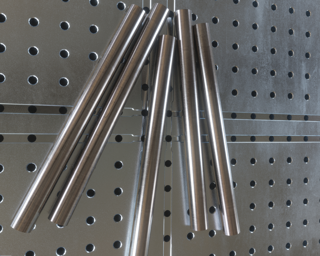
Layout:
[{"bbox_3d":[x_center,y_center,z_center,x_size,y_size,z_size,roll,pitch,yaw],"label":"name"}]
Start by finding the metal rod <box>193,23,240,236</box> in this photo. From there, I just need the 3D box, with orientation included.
[{"bbox_3d":[0.080,0.004,0.441,0.025,0.025,0.298,-11,94,-20],"label":"metal rod"}]

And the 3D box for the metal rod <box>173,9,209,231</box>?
[{"bbox_3d":[0.043,-0.009,0.428,0.025,0.025,0.298,-5,92,-20],"label":"metal rod"}]

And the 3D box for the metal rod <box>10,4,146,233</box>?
[{"bbox_3d":[-0.094,-0.019,0.377,0.025,0.025,0.299,29,80,-18],"label":"metal rod"}]

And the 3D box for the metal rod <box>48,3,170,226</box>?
[{"bbox_3d":[-0.060,-0.024,0.391,0.025,0.025,0.299,27,81,-18],"label":"metal rod"}]

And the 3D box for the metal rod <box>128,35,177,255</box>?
[{"bbox_3d":[-0.010,0.027,0.409,0.025,0.025,0.299,9,87,-20],"label":"metal rod"}]
